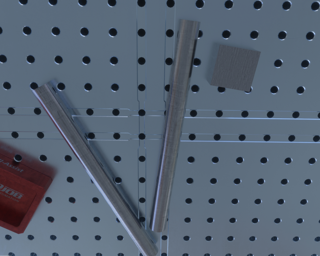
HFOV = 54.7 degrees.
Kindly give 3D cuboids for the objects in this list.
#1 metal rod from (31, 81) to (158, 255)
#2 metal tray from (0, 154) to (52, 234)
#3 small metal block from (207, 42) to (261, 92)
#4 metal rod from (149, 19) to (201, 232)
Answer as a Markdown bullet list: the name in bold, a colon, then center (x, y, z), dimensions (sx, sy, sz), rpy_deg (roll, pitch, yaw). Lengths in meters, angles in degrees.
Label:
- **metal rod**: center (-0.082, 0.071, 0.438), dimensions (0.025, 0.025, 0.299), rpy_deg (-26, 108, 9)
- **metal tray**: center (-0.234, 0.085, 0.438), dimensions (0.131, 0.030, 0.090), rpy_deg (29, 107, -11)
- **small metal block**: center (0.091, -0.076, 0.387), dimensions (0.050, 0.025, 0.050), rpy_deg (9, 110, -4)
- **metal rod**: center (0.016, 0.011, 0.417), dimensions (0.025, 0.025, 0.298), rpy_deg (7, 110, -3)
